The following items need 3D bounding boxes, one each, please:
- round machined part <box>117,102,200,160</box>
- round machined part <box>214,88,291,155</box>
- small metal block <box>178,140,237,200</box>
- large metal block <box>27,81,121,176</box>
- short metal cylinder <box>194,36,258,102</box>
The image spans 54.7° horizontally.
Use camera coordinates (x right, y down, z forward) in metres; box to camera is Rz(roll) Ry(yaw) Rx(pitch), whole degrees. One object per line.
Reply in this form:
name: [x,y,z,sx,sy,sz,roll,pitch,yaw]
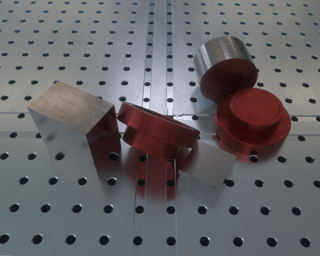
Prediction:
round machined part: [-0.006,0.006,0.369,0.098,0.098,0.042,23,95,18]
round machined part: [0.124,-0.016,0.410,0.099,0.042,0.098,0,50,0]
small metal block: [0.056,0.048,0.367,0.050,0.025,0.050,24,54,19]
large metal block: [-0.098,0.001,0.370,0.080,0.080,0.050,23,54,18]
short metal cylinder: [0.092,-0.083,0.442,0.081,0.080,0.050,-5,50,-4]
